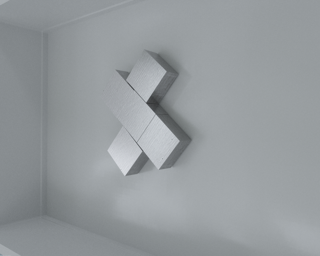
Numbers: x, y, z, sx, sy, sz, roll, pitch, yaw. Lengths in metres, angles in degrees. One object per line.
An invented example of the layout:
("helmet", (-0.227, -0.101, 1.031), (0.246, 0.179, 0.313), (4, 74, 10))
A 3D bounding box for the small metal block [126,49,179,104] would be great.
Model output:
("small metal block", (-0.011, -0.068, 0.413), (0.050, 0.025, 0.050), (49, 118, 28))

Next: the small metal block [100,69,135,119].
("small metal block", (-0.054, -0.048, 0.449), (0.050, 0.025, 0.050), (49, 119, 29))

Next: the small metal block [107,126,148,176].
("small metal block", (-0.042, 0.032, 0.439), (0.050, 0.025, 0.050), (50, 120, 28))

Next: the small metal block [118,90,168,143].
("small metal block", (-0.025, -0.016, 0.424), (0.050, 0.025, 0.050), (49, 119, 29))

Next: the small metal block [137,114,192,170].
("small metal block", (0.004, 0.018, 0.400), (0.050, 0.025, 0.050), (49, 119, 29))
